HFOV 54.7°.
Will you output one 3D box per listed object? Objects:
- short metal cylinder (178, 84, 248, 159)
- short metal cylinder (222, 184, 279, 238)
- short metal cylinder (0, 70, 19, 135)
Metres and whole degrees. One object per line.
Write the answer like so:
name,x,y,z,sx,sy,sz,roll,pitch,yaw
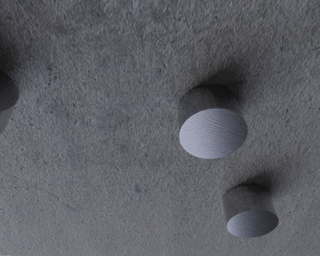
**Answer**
short metal cylinder,0.063,-0.007,0.385,0.081,0.050,0.079,0,130,0
short metal cylinder,0.146,0.136,0.508,0.081,0.050,0.079,0,130,0
short metal cylinder,-0.207,-0.030,0.344,0.080,0.080,0.050,26,125,-21
